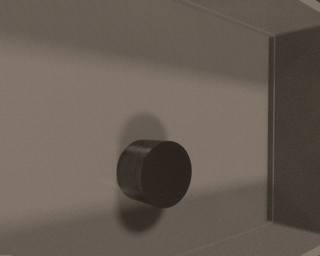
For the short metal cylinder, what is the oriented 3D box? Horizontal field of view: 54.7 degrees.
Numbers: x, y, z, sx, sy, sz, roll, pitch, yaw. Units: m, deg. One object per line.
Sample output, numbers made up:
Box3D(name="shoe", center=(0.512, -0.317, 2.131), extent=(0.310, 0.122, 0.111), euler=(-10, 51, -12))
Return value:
Box3D(name="short metal cylinder", center=(-0.006, 0.055, 0.387), extent=(0.081, 0.050, 0.079), euler=(0, 90, -40))
